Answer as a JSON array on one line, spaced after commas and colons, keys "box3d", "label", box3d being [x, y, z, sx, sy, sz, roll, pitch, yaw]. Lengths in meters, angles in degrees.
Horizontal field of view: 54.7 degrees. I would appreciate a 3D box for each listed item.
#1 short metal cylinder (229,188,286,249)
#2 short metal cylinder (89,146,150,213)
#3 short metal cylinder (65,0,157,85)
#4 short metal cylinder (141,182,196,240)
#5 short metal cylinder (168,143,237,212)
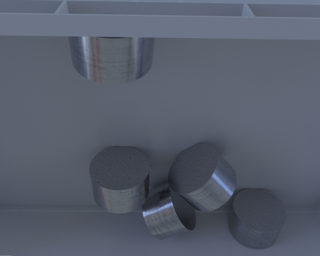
[{"box3d": [0.154, 0.144, 0.497, 0.081, 0.080, 0.050, 1, 130, -1], "label": "short metal cylinder"}, {"box3d": [-0.055, 0.071, 0.432, 0.081, 0.080, 0.050, 2, 130, -2], "label": "short metal cylinder"}, {"box3d": [-0.045, -0.087, 0.294, 0.081, 0.080, 0.050, 4, 140, -4], "label": "short metal cylinder"}, {"box3d": [0.015, 0.126, 0.480, 0.050, 0.080, 0.080, -25, 126, 20], "label": "short metal cylinder"}, {"box3d": [0.059, 0.068, 0.431, 0.080, 0.080, 0.050, -31, 124, 23], "label": "short metal cylinder"}]
